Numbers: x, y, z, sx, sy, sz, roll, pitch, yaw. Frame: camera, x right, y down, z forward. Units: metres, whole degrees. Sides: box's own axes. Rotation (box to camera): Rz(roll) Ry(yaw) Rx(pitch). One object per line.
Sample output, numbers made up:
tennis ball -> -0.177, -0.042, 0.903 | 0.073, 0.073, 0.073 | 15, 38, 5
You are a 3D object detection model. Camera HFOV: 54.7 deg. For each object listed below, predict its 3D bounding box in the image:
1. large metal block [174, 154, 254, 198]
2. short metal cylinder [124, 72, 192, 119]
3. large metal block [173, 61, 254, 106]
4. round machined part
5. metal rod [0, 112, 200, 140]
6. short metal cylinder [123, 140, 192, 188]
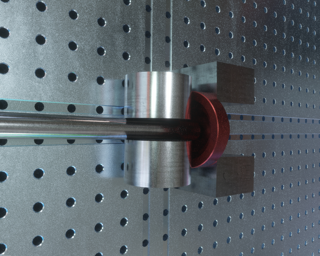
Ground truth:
large metal block -> 0.074, 0.062, 0.437 | 0.081, 0.080, 0.050 | 3, 88, -40
short metal cylinder -> -0.002, -0.036, 0.371 | 0.081, 0.080, 0.050 | 1, 90, -40
large metal block -> 0.075, -0.058, 0.437 | 0.081, 0.080, 0.050 | 0, 91, -40
round machined part -> 0.051, 0.002, 0.404 | 0.042, 0.098, 0.097 | 1, 90, -40
metal rod -> -0.076, 0.000, 0.330 | 0.302, 0.025, 0.025 | 2, 89, -36
short metal cylinder -> -0.003, 0.039, 0.370 | 0.081, 0.080, 0.050 | 2, 90, -40
